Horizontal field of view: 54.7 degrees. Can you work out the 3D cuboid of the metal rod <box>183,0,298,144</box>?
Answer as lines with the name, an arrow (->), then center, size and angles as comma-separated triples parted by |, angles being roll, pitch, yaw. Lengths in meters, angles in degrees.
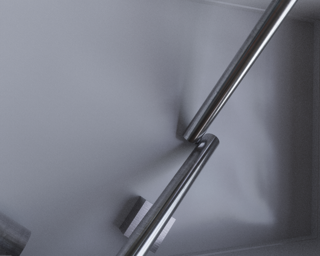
metal rod -> 0.117, -0.103, 0.378 | 0.025, 0.025, 0.298 | 25, 112, -19

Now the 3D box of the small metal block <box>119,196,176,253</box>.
small metal block -> -0.016, 0.126, 0.406 | 0.050, 0.025, 0.050 | 37, 78, -17

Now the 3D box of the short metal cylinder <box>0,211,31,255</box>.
short metal cylinder -> -0.180, 0.127, 0.315 | 0.050, 0.080, 0.080 | 42, 77, -16

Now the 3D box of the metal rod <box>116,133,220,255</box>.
metal rod -> -0.004, 0.102, 0.343 | 0.025, 0.025, 0.301 | 54, 48, -13
